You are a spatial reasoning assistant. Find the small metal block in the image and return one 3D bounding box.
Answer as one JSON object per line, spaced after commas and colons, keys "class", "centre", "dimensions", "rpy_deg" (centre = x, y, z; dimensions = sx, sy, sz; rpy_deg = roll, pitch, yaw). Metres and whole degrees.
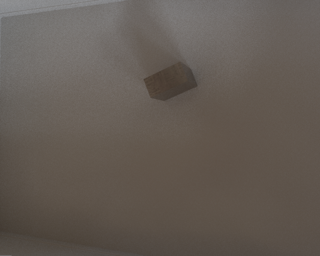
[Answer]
{"class": "small metal block", "centre": [0.015, -0.057, 0.392], "dimensions": [0.050, 0.050, 0.025], "rpy_deg": [-23, 83, 18]}
